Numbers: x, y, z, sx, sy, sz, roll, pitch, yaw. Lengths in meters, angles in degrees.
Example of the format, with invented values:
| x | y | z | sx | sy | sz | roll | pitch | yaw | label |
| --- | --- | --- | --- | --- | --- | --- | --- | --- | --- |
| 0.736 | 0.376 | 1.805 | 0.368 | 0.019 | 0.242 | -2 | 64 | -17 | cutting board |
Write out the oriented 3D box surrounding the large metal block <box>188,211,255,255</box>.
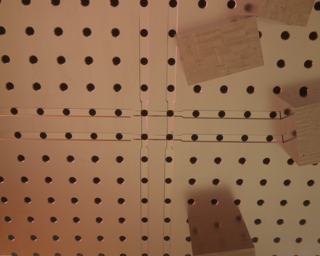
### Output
| x | y | z | sx | sy | sz | roll | pitch | yaw | label |
| --- | --- | --- | --- | --- | --- | --- | --- | --- | --- |
| 0.087 | 0.169 | 0.447 | 0.080 | 0.080 | 0.050 | -9 | 110 | 3 | large metal block |

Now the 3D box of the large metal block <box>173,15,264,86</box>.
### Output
| x | y | z | sx | sy | sz | roll | pitch | yaw | label |
| --- | --- | --- | --- | --- | --- | --- | --- | --- | --- |
| 0.062 | -0.091 | 0.351 | 0.080 | 0.080 | 0.050 | -15 | 110 | 5 | large metal block |

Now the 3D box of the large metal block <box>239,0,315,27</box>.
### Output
| x | y | z | sx | sy | sz | roll | pitch | yaw | label |
| --- | --- | --- | --- | --- | --- | --- | --- | --- | --- |
| 0.127 | -0.154 | 0.328 | 0.050 | 0.080 | 0.079 | 10 | 110 | -4 | large metal block |

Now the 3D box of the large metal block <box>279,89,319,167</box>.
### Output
| x | y | z | sx | sy | sz | roll | pitch | yaw | label |
| --- | --- | --- | --- | --- | --- | --- | --- | --- | --- |
| 0.207 | -0.004 | 0.400 | 0.080 | 0.050 | 0.080 | -12 | 110 | 4 | large metal block |
